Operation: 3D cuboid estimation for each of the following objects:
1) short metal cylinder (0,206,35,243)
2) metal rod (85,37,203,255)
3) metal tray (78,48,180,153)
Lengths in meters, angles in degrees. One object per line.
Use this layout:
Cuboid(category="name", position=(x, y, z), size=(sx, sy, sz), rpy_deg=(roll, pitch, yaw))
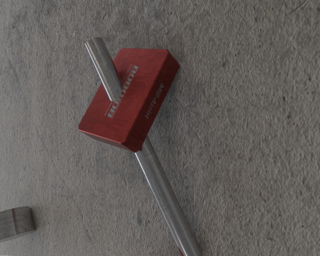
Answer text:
Cuboid(category="short metal cylinder", position=(-0.296, 0.192, 0.614), size=(0.080, 0.081, 0.050), rpy_deg=(-31, 71, 36))
Cuboid(category="metal rod", position=(-0.023, 0.022, 0.389), size=(0.025, 0.025, 0.299), rpy_deg=(-30, 82, 36))
Cuboid(category="metal tray", position=(-0.040, -0.041, 0.399), size=(0.090, 0.030, 0.130), rpy_deg=(14, 72, 39))
